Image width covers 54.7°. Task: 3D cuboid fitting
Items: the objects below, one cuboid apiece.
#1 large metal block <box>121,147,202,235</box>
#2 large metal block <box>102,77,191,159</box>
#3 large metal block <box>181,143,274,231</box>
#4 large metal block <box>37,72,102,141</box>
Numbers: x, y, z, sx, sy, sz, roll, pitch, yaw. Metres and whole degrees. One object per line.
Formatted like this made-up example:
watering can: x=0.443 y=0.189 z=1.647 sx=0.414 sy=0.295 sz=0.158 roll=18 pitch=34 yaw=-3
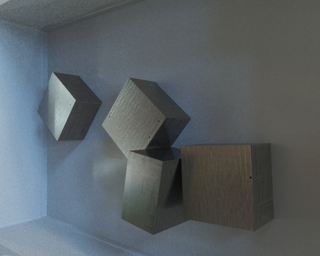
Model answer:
large metal block: x=0.005 y=0.069 z=0.367 sx=0.050 sy=0.081 sz=0.079 roll=12 pitch=98 yaw=39
large metal block: x=-0.020 y=-0.008 z=0.407 sx=0.080 sy=0.050 sz=0.080 roll=48 pitch=119 yaw=29
large metal block: x=0.071 y=0.057 z=0.332 sx=0.080 sy=0.050 sz=0.080 roll=-3 pitch=88 yaw=40
large metal block: x=-0.153 y=-0.035 z=0.517 sx=0.080 sy=0.050 sz=0.080 roll=46 pitch=117 yaw=30
